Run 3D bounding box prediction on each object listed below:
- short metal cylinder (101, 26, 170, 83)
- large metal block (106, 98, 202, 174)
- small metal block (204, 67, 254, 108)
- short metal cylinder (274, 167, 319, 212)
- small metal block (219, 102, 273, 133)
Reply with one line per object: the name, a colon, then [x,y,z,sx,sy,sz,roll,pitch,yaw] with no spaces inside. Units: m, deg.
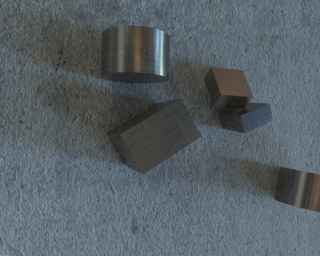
short metal cylinder: [-0.029,-0.084,0.369,0.081,0.080,0.050,2,90,-20]
large metal block: [-0.011,0.008,0.376,0.080,0.080,0.050,-32,101,-17]
small metal block: [0.095,-0.056,0.432,0.050,0.025,0.050,2,56,-20]
short metal cylinder: [0.216,0.092,0.460,0.081,0.080,0.050,14,86,-20]
small metal block: [0.121,-0.016,0.439,0.050,0.050,0.025,-21,104,-19]
